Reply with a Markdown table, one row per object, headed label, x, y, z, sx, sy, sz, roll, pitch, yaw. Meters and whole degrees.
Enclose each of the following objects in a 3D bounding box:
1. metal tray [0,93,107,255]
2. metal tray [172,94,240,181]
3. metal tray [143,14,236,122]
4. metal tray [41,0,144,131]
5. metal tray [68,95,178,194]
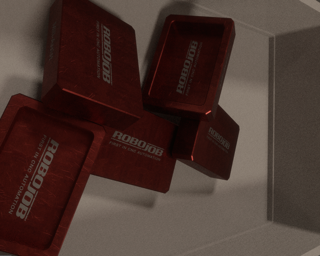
| label | x | y | z | sx | sy | sz | roll | pitch | yaw |
| --- | --- | --- | --- | --- | --- | --- | --- | --- | --- |
| metal tray | -0.116 | 0.045 | 0.285 | 0.091 | 0.030 | 0.130 | 23 | 74 | -14 |
| metal tray | 0.071 | 0.017 | 0.443 | 0.130 | 0.030 | 0.090 | 33 | 68 | -51 |
| metal tray | 0.037 | -0.079 | 0.395 | 0.030 | 0.090 | 0.130 | 48 | 56 | -66 |
| metal tray | -0.065 | -0.069 | 0.313 | 0.091 | 0.030 | 0.130 | 20 | 49 | -38 |
| metal tray | -0.035 | 0.022 | 0.376 | 0.131 | 0.030 | 0.090 | 24 | 75 | -38 |
